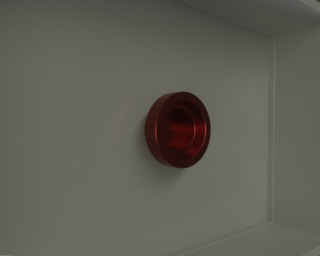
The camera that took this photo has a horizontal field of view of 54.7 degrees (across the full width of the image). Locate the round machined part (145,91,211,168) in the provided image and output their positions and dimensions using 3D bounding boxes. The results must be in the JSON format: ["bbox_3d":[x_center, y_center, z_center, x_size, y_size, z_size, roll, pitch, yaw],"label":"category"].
[{"bbox_3d":[0.019,0.002,0.409,0.099,0.042,0.097,0,90,-40],"label":"round machined part"}]
